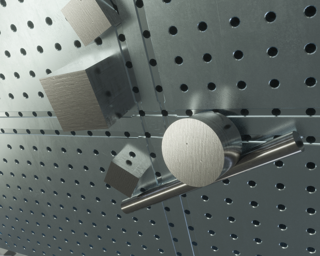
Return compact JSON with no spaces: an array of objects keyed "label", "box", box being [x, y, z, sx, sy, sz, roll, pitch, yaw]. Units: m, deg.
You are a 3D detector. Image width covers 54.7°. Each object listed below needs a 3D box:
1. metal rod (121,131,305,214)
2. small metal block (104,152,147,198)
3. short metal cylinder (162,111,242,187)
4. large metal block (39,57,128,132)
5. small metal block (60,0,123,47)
[{"label":"metal rod","box":[0.048,0.073,0.429,0.299,0.025,0.025,-30,102,37]},{"label":"small metal block","box":[-0.055,0.074,0.484,0.050,0.025,0.050,31,128,8]},{"label":"short metal cylinder","box":[0.050,0.023,0.367,0.080,0.050,0.079,10,107,34]},{"label":"large metal block","box":[-0.102,-0.044,0.420,0.080,0.050,0.080,-4,117,29]},{"label":"small metal block","box":[-0.081,-0.134,0.370,0.050,0.025,0.050,-24,106,36]}]
